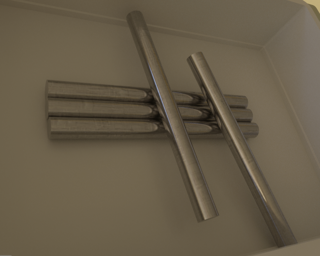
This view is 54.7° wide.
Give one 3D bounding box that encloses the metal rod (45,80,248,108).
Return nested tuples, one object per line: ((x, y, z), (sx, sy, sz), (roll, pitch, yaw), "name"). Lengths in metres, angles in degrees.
((0.001, -0.042, 0.432), (0.303, 0.025, 0.025), (1, 62, -28), "metal rod")

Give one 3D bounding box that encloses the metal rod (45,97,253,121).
((0.006, -0.020, 0.421), (0.303, 0.025, 0.025), (1, 62, -28), "metal rod")

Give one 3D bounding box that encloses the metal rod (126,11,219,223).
((0.008, -0.031, 0.396), (0.025, 0.025, 0.299), (-5, 64, -31), "metal rod")

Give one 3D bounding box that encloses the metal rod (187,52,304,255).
((0.110, 0.031, 0.421), (0.025, 0.025, 0.299), (-17, 78, -35), "metal rod")

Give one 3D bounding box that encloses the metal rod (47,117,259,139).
((0.012, 0.002, 0.411), (0.303, 0.025, 0.025), (1, 62, -28), "metal rod")
